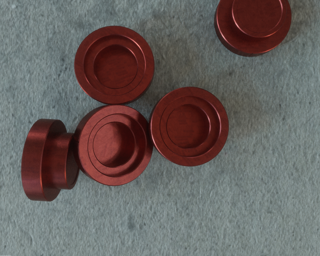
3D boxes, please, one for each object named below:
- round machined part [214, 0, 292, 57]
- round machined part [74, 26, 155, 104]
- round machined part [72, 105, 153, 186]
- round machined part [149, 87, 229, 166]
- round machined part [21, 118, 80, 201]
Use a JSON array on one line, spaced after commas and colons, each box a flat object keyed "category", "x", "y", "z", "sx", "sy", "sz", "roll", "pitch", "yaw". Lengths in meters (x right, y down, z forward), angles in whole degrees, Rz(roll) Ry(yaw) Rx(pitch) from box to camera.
[{"category": "round machined part", "x": 0.123, "y": -0.146, "z": 0.403, "sx": 0.099, "sy": 0.042, "sz": 0.097, "roll": 0, "pitch": 90, "yaw": -1}, {"category": "round machined part", "x": -0.056, "y": -0.077, "z": 0.400, "sx": 0.099, "sy": 0.042, "sz": 0.097, "roll": 0, "pitch": 89, "yaw": 0}, {"category": "round machined part", "x": -0.061, "y": 0.020, "z": 0.386, "sx": 0.099, "sy": 0.042, "sz": 0.097, "roll": -2, "pitch": 93, "yaw": -33}, {"category": "round machined part", "x": 0.034, "y": -0.002, "z": 0.397, "sx": 0.099, "sy": 0.042, "sz": 0.097, "roll": 0, "pitch": 90, "yaw": -10}, {"category": "round machined part", "x": -0.124, "y": 0.038, "z": 0.372, "sx": 0.042, "sy": 0.098, "sz": 0.097, "roll": 4, "pitch": 90, "yaw": 0}]
